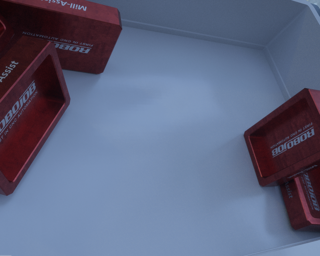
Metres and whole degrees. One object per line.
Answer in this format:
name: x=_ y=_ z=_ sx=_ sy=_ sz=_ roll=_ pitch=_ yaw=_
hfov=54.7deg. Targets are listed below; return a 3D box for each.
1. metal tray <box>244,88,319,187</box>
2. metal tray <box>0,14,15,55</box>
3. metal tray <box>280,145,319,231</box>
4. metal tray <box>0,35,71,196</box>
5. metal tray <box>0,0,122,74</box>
metal tray: x=0.177 y=0.018 z=0.423 sx=0.030 sy=0.129 sz=0.090 roll=4 pitch=60 yaw=-27
metal tray: x=-0.188 y=-0.107 z=0.250 sx=0.130 sy=0.030 sz=0.090 roll=56 pitch=19 yaw=-38
metal tray: x=0.224 y=0.086 z=0.466 sx=0.091 sy=0.030 sz=0.130 roll=11 pitch=54 yaw=-22
metal tray: x=-0.136 y=-0.014 z=0.296 sx=0.030 sy=0.090 sz=0.130 roll=14 pitch=53 yaw=9
metal tray: x=-0.121 y=-0.111 z=0.366 sx=0.131 sy=0.090 sz=0.030 roll=4 pitch=59 yaw=-26
